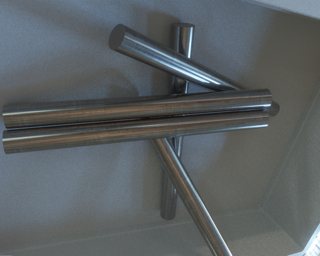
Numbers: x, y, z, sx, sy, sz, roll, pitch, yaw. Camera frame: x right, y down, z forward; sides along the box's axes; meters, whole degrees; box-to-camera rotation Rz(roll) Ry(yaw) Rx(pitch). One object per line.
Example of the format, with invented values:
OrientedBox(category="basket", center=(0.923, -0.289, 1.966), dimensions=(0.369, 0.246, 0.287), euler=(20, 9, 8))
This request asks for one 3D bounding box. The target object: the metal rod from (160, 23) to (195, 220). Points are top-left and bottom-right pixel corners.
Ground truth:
OrientedBox(category="metal rod", center=(0.020, 0.012, 0.426), dimensions=(0.025, 0.025, 0.298), euler=(-11, 123, -23))

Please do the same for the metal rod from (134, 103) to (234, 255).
OrientedBox(category="metal rod", center=(0.042, 0.094, 0.413), dimensions=(0.025, 0.025, 0.299), euler=(-31, 105, -9))

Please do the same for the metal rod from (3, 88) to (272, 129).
OrientedBox(category="metal rod", center=(-0.012, -0.025, 0.354), dimensions=(0.302, 0.025, 0.025), euler=(-5, 121, -14))

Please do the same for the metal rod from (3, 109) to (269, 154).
OrientedBox(category="metal rod", center=(-0.013, 0.001, 0.357), dimensions=(0.302, 0.025, 0.025), euler=(-5, 121, -15))

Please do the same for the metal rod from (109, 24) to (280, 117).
OrientedBox(category="metal rod", center=(0.068, -0.056, 0.384), dimensions=(0.302, 0.025, 0.025), euler=(14, 112, -43))
